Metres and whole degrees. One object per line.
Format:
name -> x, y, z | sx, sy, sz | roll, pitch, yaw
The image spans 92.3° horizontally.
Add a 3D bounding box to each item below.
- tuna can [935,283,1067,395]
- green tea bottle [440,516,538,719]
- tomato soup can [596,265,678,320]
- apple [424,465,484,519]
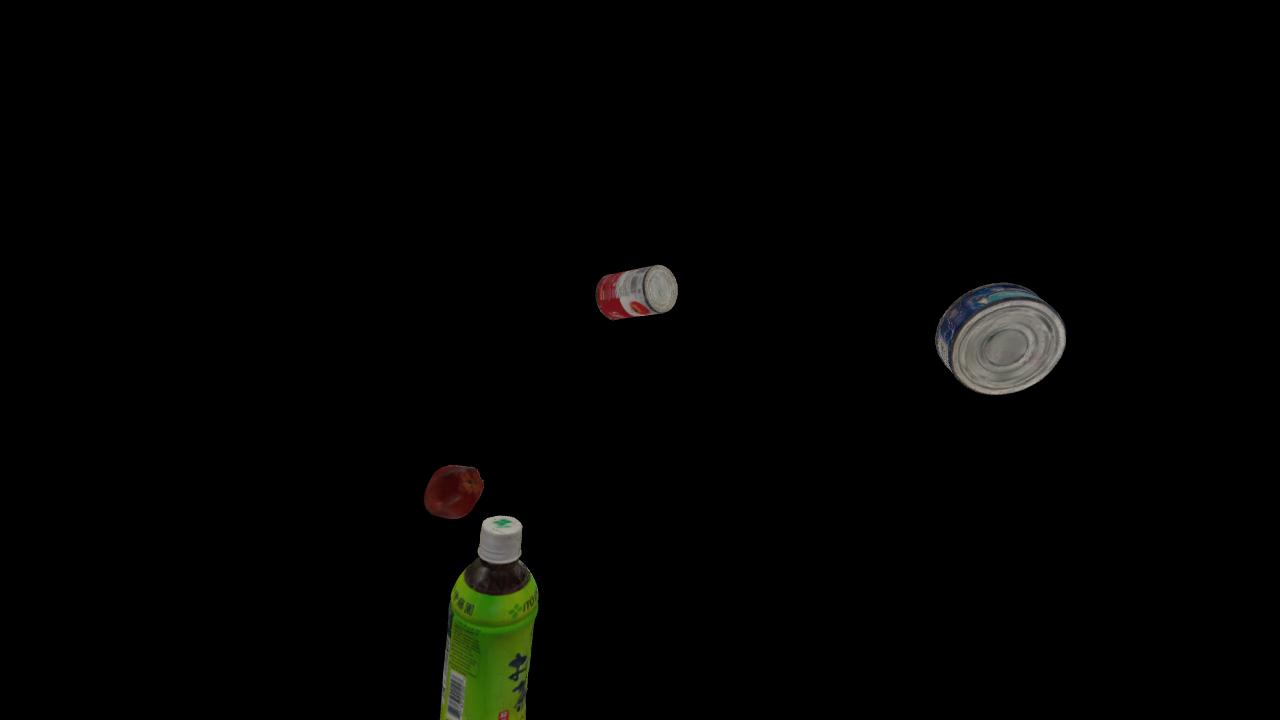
tuna can -> 0.278, -0.015, 0.477 | 0.084, 0.084, 0.034 | 0, 27, 7
green tea bottle -> -0.119, 0.226, 0.486 | 0.073, 0.212, 0.073 | 7, 14, -2
tomato soup can -> -0.004, -0.094, 0.860 | 0.068, 0.068, 0.101 | 0, -3, -44
apple -> -0.271, 0.191, 0.892 | 0.093, 0.079, 0.079 | -25, -15, 34
